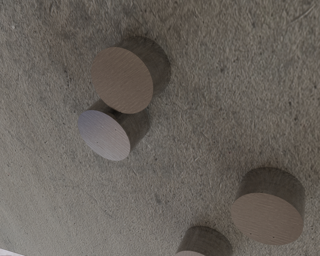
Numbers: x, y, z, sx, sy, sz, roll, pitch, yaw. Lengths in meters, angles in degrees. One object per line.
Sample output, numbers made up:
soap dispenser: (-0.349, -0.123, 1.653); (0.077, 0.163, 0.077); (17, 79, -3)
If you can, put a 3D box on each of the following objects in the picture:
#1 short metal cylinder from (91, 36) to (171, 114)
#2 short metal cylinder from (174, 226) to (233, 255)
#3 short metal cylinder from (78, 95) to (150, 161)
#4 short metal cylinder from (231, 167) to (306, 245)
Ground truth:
short metal cylinder: (-0.033, -0.064, 0.369); (0.080, 0.050, 0.079); (13, 124, 21)
short metal cylinder: (0.067, 0.199, 0.479); (0.080, 0.050, 0.079); (13, 124, 21)
short metal cylinder: (-0.061, -0.003, 0.416); (0.080, 0.050, 0.079); (17, 132, 21)
short metal cylinder: (0.133, 0.095, 0.379); (0.080, 0.050, 0.079); (13, 124, 21)
